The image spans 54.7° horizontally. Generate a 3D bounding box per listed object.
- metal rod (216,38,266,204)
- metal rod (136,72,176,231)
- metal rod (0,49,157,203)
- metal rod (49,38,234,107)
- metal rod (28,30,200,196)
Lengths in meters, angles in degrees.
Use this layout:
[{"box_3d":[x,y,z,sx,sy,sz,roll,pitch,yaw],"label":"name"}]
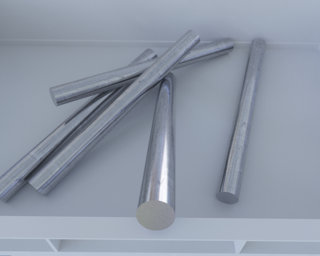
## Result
[{"box_3d":[0.120,-0.032,0.433,0.025,0.025,0.300,14,51,11],"label":"metal rod"},{"box_3d":[0.005,-0.008,0.333,0.025,0.025,0.300,3,25,2],"label":"metal rod"},{"box_3d":[-0.097,-0.022,0.422,0.025,0.025,0.301,27,55,20],"label":"metal rod"},{"box_3d":[-0.009,-0.089,0.457,0.302,0.025,0.025,-22,53,-27],"label":"metal rod"},{"box_3d":[-0.044,-0.034,0.404,0.025,0.025,0.301,32,65,24],"label":"metal rod"}]
